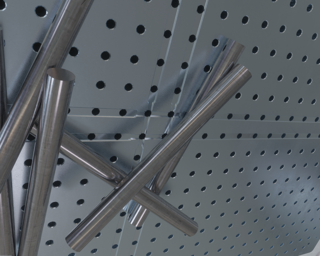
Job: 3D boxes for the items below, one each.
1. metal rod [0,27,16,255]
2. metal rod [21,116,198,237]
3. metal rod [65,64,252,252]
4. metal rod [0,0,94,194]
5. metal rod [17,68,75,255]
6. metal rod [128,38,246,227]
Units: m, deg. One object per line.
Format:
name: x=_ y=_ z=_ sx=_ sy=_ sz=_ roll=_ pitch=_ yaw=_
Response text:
metal rod: x=-0.177 y=0.042 z=0.340 sx=0.025 sy=0.025 sz=0.298 roll=-4 pitch=120 yaw=-27
metal rod: x=-0.045 y=0.074 z=0.408 sx=0.025 sy=0.025 sz=0.300 roll=-46 pitch=122 yaw=4
metal rod: x=0.001 y=0.034 z=0.383 sx=0.300 sy=0.025 sz=0.025 roll=-45 pitch=129 yaw=-3
metal rod: x=-0.136 y=-0.010 z=0.305 sx=0.025 sy=0.025 sz=0.299 roll=24 pitch=98 yaw=-37
metal rod: x=-0.138 y=0.071 z=0.354 sx=0.025 sy=0.025 sz=0.298 roll=3 pitch=125 yaw=-30
metal rod: x=0.030 y=0.017 z=0.437 sx=0.025 sy=0.025 sz=0.298 roll=17 pitch=110 yaw=-35
